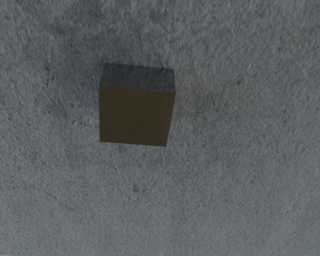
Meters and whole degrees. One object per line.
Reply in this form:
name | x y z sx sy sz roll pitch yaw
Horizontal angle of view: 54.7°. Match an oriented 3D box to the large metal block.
large metal block | -0.028 -0.026 0.368 0.081 0.050 0.079 5 130 -5
